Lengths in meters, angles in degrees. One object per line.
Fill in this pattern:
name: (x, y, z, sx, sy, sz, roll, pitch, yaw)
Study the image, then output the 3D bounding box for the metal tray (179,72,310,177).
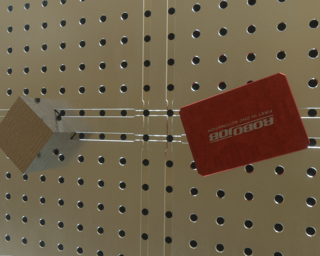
metal tray: (0.098, -0.002, 0.375, 0.130, 0.030, 0.090, -19, 84, 19)

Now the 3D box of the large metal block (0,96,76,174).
large metal block: (-0.190, 0.010, 0.466, 0.080, 0.050, 0.080, 43, 103, 15)
